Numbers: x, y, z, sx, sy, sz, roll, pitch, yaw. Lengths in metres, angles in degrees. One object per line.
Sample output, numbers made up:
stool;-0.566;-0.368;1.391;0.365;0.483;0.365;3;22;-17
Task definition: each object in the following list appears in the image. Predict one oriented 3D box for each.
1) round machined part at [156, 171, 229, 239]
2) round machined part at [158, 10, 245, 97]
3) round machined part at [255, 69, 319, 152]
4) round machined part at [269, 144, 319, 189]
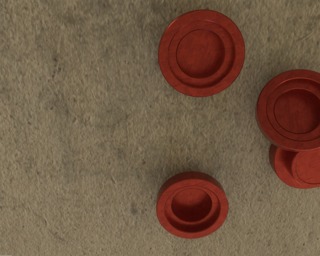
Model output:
round machined part;0.044;0.104;0.440;0.099;0.042;0.097;0;110;-1
round machined part;0.047;-0.089;0.369;0.099;0.042;0.097;0;110;-1
round machined part;0.168;-0.019;0.381;0.098;0.042;0.097;-2;81;10
round machined part;0.204;0.041;0.419;0.099;0.042;0.097;0;110;-1
